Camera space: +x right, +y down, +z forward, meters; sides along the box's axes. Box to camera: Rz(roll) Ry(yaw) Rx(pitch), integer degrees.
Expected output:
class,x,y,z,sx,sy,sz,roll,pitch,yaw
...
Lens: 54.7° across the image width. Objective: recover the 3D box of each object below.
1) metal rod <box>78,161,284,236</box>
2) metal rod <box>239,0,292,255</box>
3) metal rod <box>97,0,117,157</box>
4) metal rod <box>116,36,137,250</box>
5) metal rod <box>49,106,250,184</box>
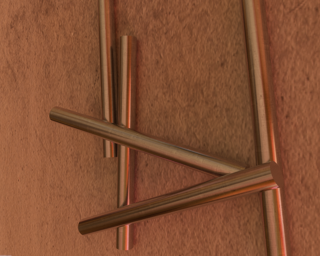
class,x,y,z,sx,sy,sz,roll,pitch,yaw
metal rod,-0.002,0.094,0.370,0.299,0.025,0.025,-26,74,36
metal rod,0.108,0.010,0.314,0.025,0.025,0.298,-8,85,39
metal rod,-0.078,-0.106,0.466,0.025,0.025,0.298,-4,87,39
metal rod,-0.048,0.021,0.441,0.025,0.025,0.298,2,91,39
metal rod,-0.035,0.015,0.403,0.300,0.025,0.025,16,100,30
